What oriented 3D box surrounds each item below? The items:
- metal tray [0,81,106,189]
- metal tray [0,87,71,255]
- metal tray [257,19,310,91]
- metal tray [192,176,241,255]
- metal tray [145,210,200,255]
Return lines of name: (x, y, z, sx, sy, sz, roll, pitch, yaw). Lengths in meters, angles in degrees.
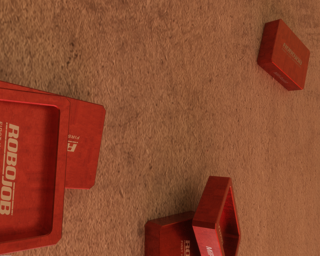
metal tray: (-0.122, 0.010, 0.299, 0.131, 0.030, 0.090, 13, 82, -39)
metal tray: (-0.127, 0.034, 0.255, 0.091, 0.030, 0.129, 5, 87, -40)
metal tray: (0.245, -0.139, 0.606, 0.131, 0.030, 0.090, 25, 74, -37)
metal tray: (0.084, 0.143, 0.434, 0.090, 0.030, 0.129, -56, 138, -48)
metal tray: (0.024, 0.187, 0.421, 0.091, 0.030, 0.129, 1, 90, -40)
